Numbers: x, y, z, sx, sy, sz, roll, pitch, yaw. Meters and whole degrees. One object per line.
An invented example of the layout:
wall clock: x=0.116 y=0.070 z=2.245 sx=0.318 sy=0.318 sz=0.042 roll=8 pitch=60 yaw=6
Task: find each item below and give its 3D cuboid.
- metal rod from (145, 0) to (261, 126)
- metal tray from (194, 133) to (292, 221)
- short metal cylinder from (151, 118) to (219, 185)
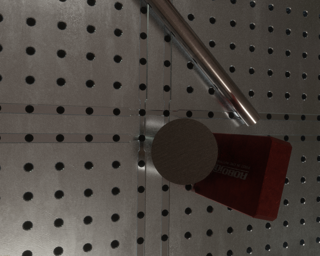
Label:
metal rod: x=0.043 y=-0.119 z=0.429 sx=0.025 sy=0.025 sz=0.300 roll=-46 pitch=105 yaw=-14
metal tray: x=0.098 y=0.055 z=0.394 sx=0.030 sy=0.130 sz=0.090 roll=17 pitch=84 yaw=-23
short metal cylinder: x=0.034 y=0.031 z=0.394 sx=0.080 sy=0.050 sz=0.080 roll=-2 pitch=83 yaw=13
